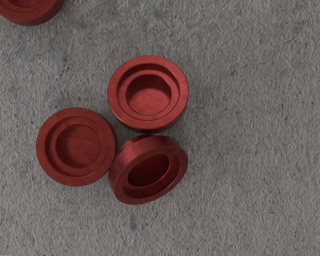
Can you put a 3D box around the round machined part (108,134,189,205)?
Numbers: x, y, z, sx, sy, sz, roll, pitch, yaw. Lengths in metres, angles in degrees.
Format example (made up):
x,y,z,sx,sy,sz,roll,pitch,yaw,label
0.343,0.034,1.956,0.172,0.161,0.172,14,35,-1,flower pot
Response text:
x,y,z,sx,sy,sz,roll,pitch,yaw,label
-0.018,0.046,0.383,0.098,0.098,0.042,-36,49,0,round machined part

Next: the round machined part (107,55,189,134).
x,y,z,sx,sy,sz,roll,pitch,yaw,label
-0.014,-0.039,0.392,0.099,0.042,0.098,0,72,2,round machined part

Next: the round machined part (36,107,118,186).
x,y,z,sx,sy,sz,roll,pitch,yaw,label
-0.103,0.023,0.401,0.099,0.042,0.097,0,90,0,round machined part

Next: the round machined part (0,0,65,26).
x,y,z,sx,sy,sz,roll,pitch,yaw,label
-0.169,-0.180,0.400,0.099,0.042,0.097,0,90,0,round machined part
